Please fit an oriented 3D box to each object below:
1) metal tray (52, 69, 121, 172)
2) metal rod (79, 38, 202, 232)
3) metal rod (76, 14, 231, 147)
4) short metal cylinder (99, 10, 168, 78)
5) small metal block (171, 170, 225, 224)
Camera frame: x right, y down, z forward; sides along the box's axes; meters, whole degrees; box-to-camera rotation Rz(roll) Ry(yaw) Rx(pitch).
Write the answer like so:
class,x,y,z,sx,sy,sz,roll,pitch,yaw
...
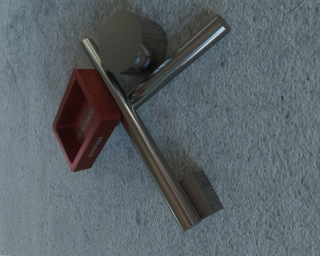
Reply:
class,x,y,z,sx,sy,sz,roll,pitch,yaw
metal tray,-0.110,-0.009,0.441,0.090,0.030,0.129,58,135,24
metal rod,-0.037,-0.008,0.403,0.025,0.025,0.299,-46,63,30
metal rod,-0.029,-0.044,0.429,0.299,0.025,0.025,-36,68,33
short metal cylinder,-0.037,-0.111,0.417,0.080,0.050,0.079,0,90,39
small metal block,0.040,0.086,0.371,0.050,0.025,0.050,-41,66,32
